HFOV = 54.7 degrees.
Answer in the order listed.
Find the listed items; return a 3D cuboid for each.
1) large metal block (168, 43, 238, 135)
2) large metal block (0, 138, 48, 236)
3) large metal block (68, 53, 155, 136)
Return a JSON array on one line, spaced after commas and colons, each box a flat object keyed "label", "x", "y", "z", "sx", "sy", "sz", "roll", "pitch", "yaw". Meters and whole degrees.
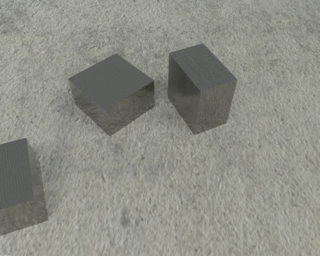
[{"label": "large metal block", "x": 0.052, "y": -0.051, "z": 0.411, "sx": 0.050, "sy": 0.080, "sz": 0.080, "roll": -20, "pitch": 53, "yaw": -16}, {"label": "large metal block", "x": -0.172, "y": 0.066, "z": 0.329, "sx": 0.081, "sy": 0.050, "sz": 0.080, "roll": -16, "pitch": 52, "yaw": -13}, {"label": "large metal block", "x": -0.065, "y": -0.048, "z": 0.426, "sx": 0.080, "sy": 0.050, "sz": 0.080, "roll": -36, "pitch": 59, "yaw": -27}]
